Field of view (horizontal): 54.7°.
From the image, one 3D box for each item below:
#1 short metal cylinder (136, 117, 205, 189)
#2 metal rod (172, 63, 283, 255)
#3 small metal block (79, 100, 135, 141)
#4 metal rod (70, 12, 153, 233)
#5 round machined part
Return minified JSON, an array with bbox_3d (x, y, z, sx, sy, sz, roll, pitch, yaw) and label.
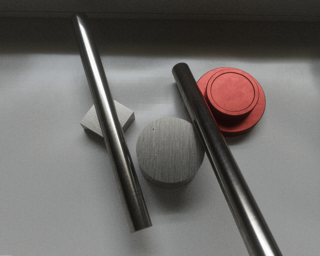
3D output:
[{"bbox_3d":[0.012,0.032,0.385,0.081,0.050,0.080,0,70,0],"label":"short metal cylinder"},{"bbox_3d":[0.062,0.024,0.334,0.025,0.025,0.300,-13,47,-5],"label":"metal rod"},{"bbox_3d":[-0.069,-0.010,0.412,0.050,0.025,0.050,30,73,10],"label":"small metal block"},{"bbox_3d":[-0.067,-0.021,0.390,0.025,0.025,0.299,-17,71,-7],"label":"metal rod"},{"bbox_3d":[0.093,-0.040,0.417,0.099,0.042,0.098,0,70,-1],"label":"round machined part"}]
